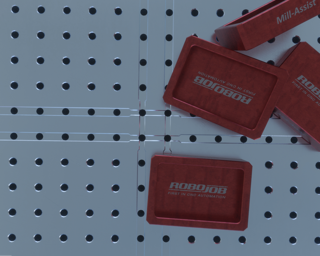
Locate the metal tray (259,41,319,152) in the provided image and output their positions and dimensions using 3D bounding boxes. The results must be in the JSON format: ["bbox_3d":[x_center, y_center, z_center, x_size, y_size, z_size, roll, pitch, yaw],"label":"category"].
[{"bbox_3d":[0.205,-0.039,0.414,0.130,0.030,0.090,40,90,-1],"label":"metal tray"}]

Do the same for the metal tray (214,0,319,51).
[{"bbox_3d":[0.142,-0.138,0.380,0.131,0.090,0.030,-27,106,-1],"label":"metal tray"}]

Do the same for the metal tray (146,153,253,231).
[{"bbox_3d":[0.051,0.083,0.411,0.131,0.030,0.089,4,90,-1],"label":"metal tray"}]

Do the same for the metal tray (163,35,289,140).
[{"bbox_3d":[0.080,-0.051,0.391,0.130,0.030,0.089,24,100,11],"label":"metal tray"}]
